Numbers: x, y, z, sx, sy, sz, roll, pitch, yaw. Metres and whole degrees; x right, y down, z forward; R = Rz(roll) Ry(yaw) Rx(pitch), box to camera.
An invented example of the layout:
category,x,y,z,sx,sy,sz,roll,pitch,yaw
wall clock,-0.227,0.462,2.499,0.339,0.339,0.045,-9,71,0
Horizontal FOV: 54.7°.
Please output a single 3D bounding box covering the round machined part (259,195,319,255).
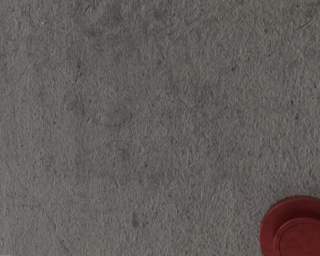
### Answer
category,x,y,z,sx,sy,sz,roll,pitch,yaw
round machined part,0.162,0.128,0.343,0.098,0.042,0.097,0,90,20
